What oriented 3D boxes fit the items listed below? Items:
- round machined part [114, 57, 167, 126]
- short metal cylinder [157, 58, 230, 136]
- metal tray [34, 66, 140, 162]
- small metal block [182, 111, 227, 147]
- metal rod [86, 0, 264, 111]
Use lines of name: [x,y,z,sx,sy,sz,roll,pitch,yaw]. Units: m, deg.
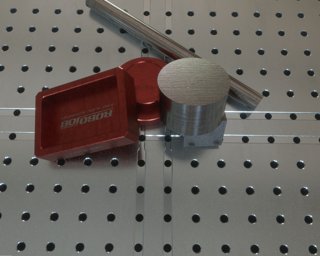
round machined part: [-0.020,-0.056,0.423,0.099,0.042,0.098,0,70,0]
short metal cylinder: [0.038,-0.037,0.362,0.081,0.050,0.080,0,50,0]
metal tray: [-0.094,-0.015,0.388,0.130,0.030,0.090,-14,70,18]
small metal block: [0.055,-0.001,0.397,0.050,0.050,0.025,-3,50,-2]
metal rod: [0.014,-0.117,0.454,0.300,0.025,0.025,35,74,11]
